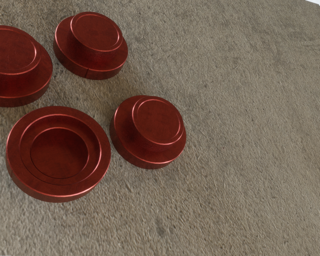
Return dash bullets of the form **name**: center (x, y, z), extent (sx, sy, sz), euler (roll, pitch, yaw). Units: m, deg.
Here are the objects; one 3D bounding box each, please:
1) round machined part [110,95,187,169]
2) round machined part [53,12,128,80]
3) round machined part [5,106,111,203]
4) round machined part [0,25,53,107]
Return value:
- **round machined part**: center (-0.010, -0.001, 0.388), extent (0.099, 0.042, 0.098), euler (14, 56, -21)
- **round machined part**: center (-0.089, -0.116, 0.416), extent (0.099, 0.042, 0.098), euler (14, 56, -21)
- **round machined part**: center (-0.104, 0.029, 0.319), extent (0.099, 0.042, 0.098), euler (14, 56, -21)
- **round machined part**: center (-0.172, -0.075, 0.346), extent (0.099, 0.042, 0.098), euler (14, 56, -21)
